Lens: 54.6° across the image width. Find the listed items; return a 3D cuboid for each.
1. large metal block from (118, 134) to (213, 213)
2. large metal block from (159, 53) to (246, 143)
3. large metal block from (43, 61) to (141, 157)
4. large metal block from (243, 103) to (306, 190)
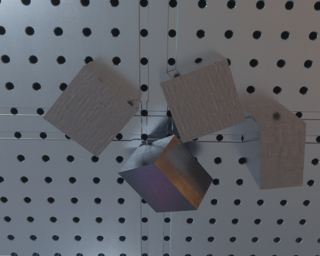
[{"bbox_3d":[0.007,0.062,0.402,0.080,0.050,0.080,49,141,-16],"label":"large metal block"},{"bbox_3d":[0.051,-0.038,0.386,0.080,0.050,0.080,-20,109,7],"label":"large metal block"},{"bbox_3d":[-0.082,-0.025,0.390,0.080,0.050,0.080,39,105,-13],"label":"large metal block"},{"bbox_3d":[0.140,0.020,0.392,0.050,0.080,0.080,-6,110,2],"label":"large metal block"}]
